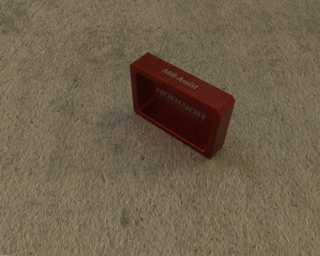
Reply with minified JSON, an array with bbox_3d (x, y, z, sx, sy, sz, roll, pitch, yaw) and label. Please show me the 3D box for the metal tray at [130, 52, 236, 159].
[{"bbox_3d":[0.023,-0.028,0.386,0.130,0.089,0.030,32,57,24],"label":"metal tray"}]
